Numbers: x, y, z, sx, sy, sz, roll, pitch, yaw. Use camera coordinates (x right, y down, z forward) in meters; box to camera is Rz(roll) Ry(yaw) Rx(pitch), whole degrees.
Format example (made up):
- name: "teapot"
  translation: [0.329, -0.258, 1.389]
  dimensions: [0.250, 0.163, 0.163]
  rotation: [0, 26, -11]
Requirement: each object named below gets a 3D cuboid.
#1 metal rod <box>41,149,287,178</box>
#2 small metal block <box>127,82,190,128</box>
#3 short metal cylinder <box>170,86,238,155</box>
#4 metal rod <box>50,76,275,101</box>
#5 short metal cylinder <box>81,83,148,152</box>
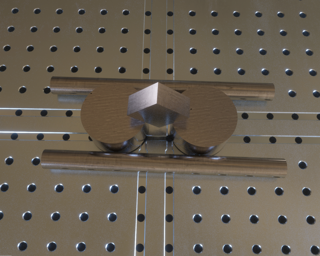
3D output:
- name: "metal rod"
  translation: [0.005, 0.045, 0.392]
  dimensions: [0.302, 0.025, 0.025]
  rotation: [2, 70, 0]
- name: "small metal block"
  translation: [-0.001, -0.024, 0.355]
  dimensions: [0.050, 0.050, 0.025]
  rotation: [21, 63, -39]
- name: "short metal cylinder"
  translation: [0.054, -0.007, 0.398]
  dimensions: [0.081, 0.050, 0.080]
  rotation: [0, 70, 0]
- name: "metal rod"
  translation: [0.003, -0.054, 0.428]
  dimensions: [0.302, 0.025, 0.025]
  rotation: [2, 70, 0]
- name: "short metal cylinder"
  translation: [-0.056, -0.011, 0.398]
  dimensions: [0.081, 0.050, 0.080]
  rotation: [0, 70, 0]
